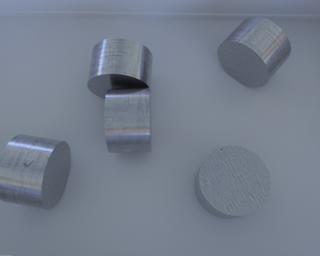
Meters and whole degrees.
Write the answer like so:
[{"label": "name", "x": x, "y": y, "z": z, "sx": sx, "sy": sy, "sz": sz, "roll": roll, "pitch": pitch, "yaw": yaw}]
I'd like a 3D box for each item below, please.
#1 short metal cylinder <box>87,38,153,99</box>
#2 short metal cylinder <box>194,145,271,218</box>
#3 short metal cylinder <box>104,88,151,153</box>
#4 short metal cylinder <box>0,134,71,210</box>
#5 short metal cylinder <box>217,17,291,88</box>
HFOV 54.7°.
[{"label": "short metal cylinder", "x": -0.051, "y": -0.073, "z": 0.407, "sx": 0.080, "sy": 0.080, "sz": 0.050, "roll": 3, "pitch": 70, "yaw": 1}, {"label": "short metal cylinder", "x": 0.084, "y": 0.066, "z": 0.373, "sx": 0.081, "sy": 0.050, "sz": 0.080, "roll": 0, "pitch": 70, "yaw": 0}, {"label": "short metal cylinder", "x": -0.037, "y": -0.010, "z": 0.384, "sx": 0.050, "sy": 0.080, "sz": 0.080, "roll": -1, "pitch": 70, "yaw": -1}, {"label": "short metal cylinder", "x": -0.144, "y": 0.050, "z": 0.361, "sx": 0.050, "sy": 0.080, "sz": 0.080, "roll": 9, "pitch": 70, "yaw": 3}, {"label": "short metal cylinder", "x": 0.126, "y": -0.101, "z": 0.418, "sx": 0.080, "sy": 0.080, "sz": 0.050, "roll": 39, "pitch": 75, "yaw": 13}]
